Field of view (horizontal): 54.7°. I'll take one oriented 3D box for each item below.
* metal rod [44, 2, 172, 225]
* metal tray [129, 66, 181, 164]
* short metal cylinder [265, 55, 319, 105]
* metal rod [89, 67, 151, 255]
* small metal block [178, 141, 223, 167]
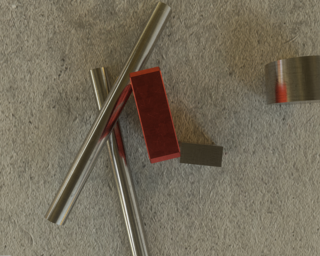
[{"bbox_3d":[-0.059,-0.026,0.385,0.025,0.025,0.299,26,80,-1],"label":"metal rod"},{"bbox_3d":[-0.005,-0.013,0.357,0.030,0.130,0.089,-14,90,0],"label":"metal tray"},{"bbox_3d":[0.174,-0.056,0.385,0.081,0.080,0.050,-3,90,-1],"label":"short metal cylinder"},{"bbox_3d":[-0.048,0.069,0.409,0.025,0.025,0.298,-13,90,0],"label":"metal rod"},{"bbox_3d":[0.050,0.032,0.398,0.050,0.050,0.025,6,90,-1],"label":"small metal block"}]
